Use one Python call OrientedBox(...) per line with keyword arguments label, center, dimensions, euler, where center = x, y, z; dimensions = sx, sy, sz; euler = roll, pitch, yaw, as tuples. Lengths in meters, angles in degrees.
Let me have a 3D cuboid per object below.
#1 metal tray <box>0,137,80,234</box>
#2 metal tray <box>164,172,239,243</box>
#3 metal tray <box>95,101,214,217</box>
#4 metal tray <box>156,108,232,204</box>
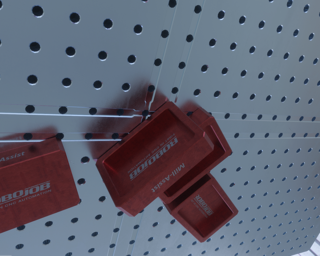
OrientedBox(label="metal tray", center=(-0.169, 0.072, 0.361), dimensions=(0.131, 0.030, 0.089), euler=(-18, 126, -19))
OrientedBox(label="metal tray", center=(0.074, 0.137, 0.535), dimensions=(0.090, 0.030, 0.130), euler=(-39, 130, -2))
OrientedBox(label="metal tray", center=(-0.010, 0.034, 0.385), dimensions=(0.130, 0.090, 0.030), euler=(-40, 132, -2))
OrientedBox(label="metal tray", center=(0.035, 0.043, 0.455), dimensions=(0.130, 0.030, 0.090), euler=(-38, 130, -3))
